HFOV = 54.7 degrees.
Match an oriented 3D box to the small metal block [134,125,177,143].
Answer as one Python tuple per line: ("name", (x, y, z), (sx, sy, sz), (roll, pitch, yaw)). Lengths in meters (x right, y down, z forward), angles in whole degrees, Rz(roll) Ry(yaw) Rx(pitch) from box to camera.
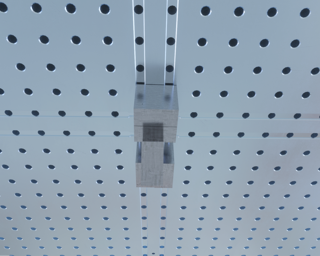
("small metal block", (-0.006, -0.008, 0.387), (0.050, 0.050, 0.025), (2, 130, -2))

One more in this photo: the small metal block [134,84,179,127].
("small metal block", (-0.005, -0.028, 0.371), (0.050, 0.050, 0.025), (2, 130, -2))

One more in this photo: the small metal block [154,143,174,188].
("small metal block", (0.005, 0.049, 0.435), (0.025, 0.050, 0.050), (1, 130, -1))

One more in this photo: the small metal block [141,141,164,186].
("small metal block", (-0.009, 0.041, 0.376), (0.025, 0.050, 0.050), (1, 88, 0))

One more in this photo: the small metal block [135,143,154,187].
("small metal block", (-0.020, 0.048, 0.436), (0.025, 0.050, 0.050), (1, 130, -1))
